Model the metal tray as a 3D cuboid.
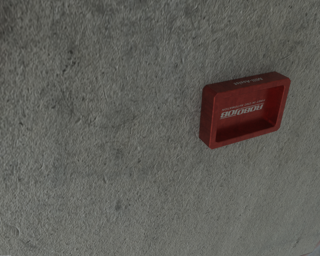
[{"bbox_3d":[0.123,-0.027,0.453,0.131,0.030,0.089,-14,124,-21],"label":"metal tray"}]
